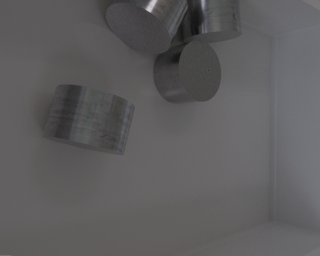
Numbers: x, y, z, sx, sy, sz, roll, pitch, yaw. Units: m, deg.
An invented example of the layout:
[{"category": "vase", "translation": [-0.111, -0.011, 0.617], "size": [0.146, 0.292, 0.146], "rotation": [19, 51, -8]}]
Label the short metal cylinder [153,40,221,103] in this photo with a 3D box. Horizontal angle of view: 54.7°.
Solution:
[{"category": "short metal cylinder", "translation": [0.038, -0.074, 0.422], "size": [0.081, 0.050, 0.080], "rotation": [0, 90, -40]}]

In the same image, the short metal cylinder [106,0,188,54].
[{"category": "short metal cylinder", "translation": [-0.015, -0.131, 0.358], "size": [0.080, 0.080, 0.050], "rotation": [38, 67, -34]}]

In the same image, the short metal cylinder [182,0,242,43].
[{"category": "short metal cylinder", "translation": [0.070, -0.150, 0.429], "size": [0.081, 0.080, 0.050], "rotation": [-9, 96, -40]}]

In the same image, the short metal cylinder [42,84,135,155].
[{"category": "short metal cylinder", "translation": [-0.070, -0.006, 0.312], "size": [0.080, 0.080, 0.050], "rotation": [20, 77, -38]}]
